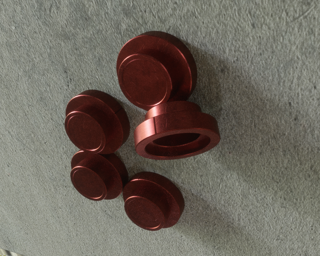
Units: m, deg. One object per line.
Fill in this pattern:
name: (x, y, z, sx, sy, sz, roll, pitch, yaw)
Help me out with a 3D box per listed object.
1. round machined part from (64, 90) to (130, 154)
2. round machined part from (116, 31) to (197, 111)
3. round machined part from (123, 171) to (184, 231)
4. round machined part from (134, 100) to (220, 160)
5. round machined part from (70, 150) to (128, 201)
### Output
round machined part: (-0.096, -0.002, 0.445, 0.098, 0.042, 0.097, 13, 124, 21)
round machined part: (-0.009, -0.060, 0.364, 0.098, 0.042, 0.097, 13, 124, 21)
round machined part: (-0.015, 0.119, 0.478, 0.098, 0.042, 0.097, 13, 124, 21)
round machined part: (0.018, 0.002, 0.365, 0.098, 0.099, 0.042, -27, 60, 37)
round machined part: (-0.104, 0.078, 0.499, 0.098, 0.042, 0.097, 13, 124, 21)
